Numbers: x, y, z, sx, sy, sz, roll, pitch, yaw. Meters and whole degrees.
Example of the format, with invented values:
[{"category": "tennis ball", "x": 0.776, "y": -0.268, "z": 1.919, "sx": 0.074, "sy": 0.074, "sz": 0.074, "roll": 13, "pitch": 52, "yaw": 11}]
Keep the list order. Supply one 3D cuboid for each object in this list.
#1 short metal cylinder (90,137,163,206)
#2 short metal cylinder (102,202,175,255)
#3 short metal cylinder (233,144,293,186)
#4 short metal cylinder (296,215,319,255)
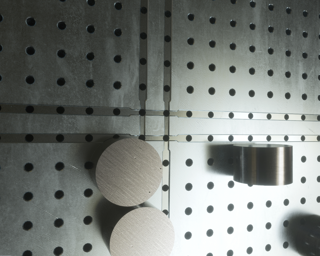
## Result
[{"category": "short metal cylinder", "x": -0.043, "y": 0.051, "z": 0.384, "sx": 0.081, "sy": 0.050, "sz": 0.079, "roll": 0, "pitch": 90, "yaw": -21}, {"category": "short metal cylinder", "x": -0.028, "y": 0.133, "z": 0.390, "sx": 0.081, "sy": 0.050, "sz": 0.079, "roll": 0, "pitch": 90, "yaw": -20}, {"category": "short metal cylinder", "x": 0.145, "y": 0.049, "z": 0.439, "sx": 0.081, "sy": 0.080, "sz": 0.050, "roll": 0, "pitch": 91, "yaw": -20}, {"category": "short metal cylinder", "x": 0.272, "y": 0.188, "z": 0.503, "sx": 0.081, "sy": 0.050, "sz": 0.079, "roll": 0, "pitch": 90, "yaw": -20}]
